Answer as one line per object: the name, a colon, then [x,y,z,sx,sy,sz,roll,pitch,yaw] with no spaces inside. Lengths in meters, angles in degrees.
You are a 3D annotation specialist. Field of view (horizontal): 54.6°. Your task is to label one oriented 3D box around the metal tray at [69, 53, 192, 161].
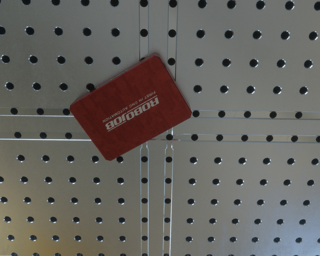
metal tray: [-0.036,-0.026,0.401,0.130,0.030,0.090,-29,108,10]
